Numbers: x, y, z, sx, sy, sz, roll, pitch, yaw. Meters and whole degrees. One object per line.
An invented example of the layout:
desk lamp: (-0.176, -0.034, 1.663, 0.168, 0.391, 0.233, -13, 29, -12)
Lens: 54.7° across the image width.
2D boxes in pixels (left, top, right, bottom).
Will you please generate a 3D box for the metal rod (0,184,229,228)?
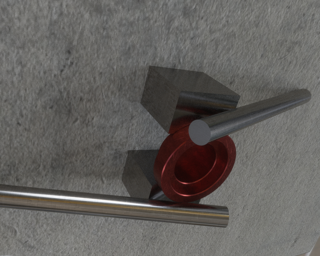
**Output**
metal rod: (-0.070, 0.088, 0.354, 0.302, 0.025, 0.025, 7, 117, -7)

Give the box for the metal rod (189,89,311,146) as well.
metal rod: (0.137, -0.024, 0.401, 0.302, 0.025, 0.025, -16, 128, -47)

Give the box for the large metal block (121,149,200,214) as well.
large metal block: (0.003, 0.071, 0.420, 0.081, 0.080, 0.050, 1, 118, -29)

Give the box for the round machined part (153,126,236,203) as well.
round machined part: (0.037, 0.037, 0.365, 0.099, 0.042, 0.097, -14, 125, -21)

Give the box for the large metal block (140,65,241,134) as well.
large metal block: (0.033, -0.034, 0.371, 0.081, 0.080, 0.050, 1, 118, -29)
